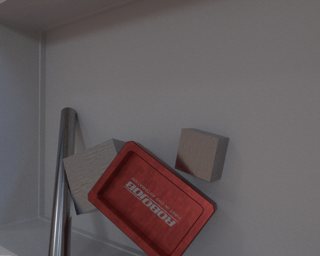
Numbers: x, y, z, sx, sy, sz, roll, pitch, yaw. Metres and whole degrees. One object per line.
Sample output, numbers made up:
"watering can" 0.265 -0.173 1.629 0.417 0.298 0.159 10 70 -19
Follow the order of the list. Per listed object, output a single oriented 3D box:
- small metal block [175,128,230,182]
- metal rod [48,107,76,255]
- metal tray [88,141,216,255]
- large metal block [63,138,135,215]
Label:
"small metal block" 0.049 0.030 0.365 0.050 0.025 0.050 16 100 38
"metal rod" -0.135 0.080 0.435 0.025 0.025 0.300 -45 38 30
"metal tray" -0.010 0.088 0.369 0.130 0.030 0.090 37 91 18
"large metal block" -0.079 0.069 0.436 0.080 0.050 0.080 -23 75 14
